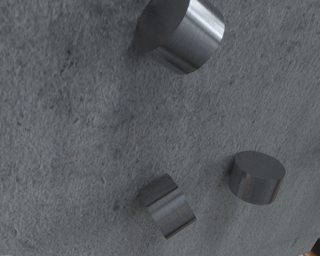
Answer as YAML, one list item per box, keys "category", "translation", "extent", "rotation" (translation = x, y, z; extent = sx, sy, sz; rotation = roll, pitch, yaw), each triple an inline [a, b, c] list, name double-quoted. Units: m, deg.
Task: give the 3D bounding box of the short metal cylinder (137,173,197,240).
- category: "short metal cylinder"
  translation: [0.009, 0.112, 0.448]
  extent: [0.050, 0.080, 0.080]
  rotation: [-31, 129, -9]

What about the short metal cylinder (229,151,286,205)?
- category: "short metal cylinder"
  translation: [0.158, 0.080, 0.510]
  extent: [0.081, 0.080, 0.050]
  rotation: [-7, 121, -26]

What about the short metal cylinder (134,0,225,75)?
- category: "short metal cylinder"
  translation: [0.019, -0.102, 0.320]
  extent: [0.050, 0.080, 0.080]
  rotation: [25, 105, -37]
